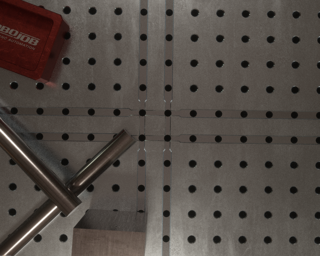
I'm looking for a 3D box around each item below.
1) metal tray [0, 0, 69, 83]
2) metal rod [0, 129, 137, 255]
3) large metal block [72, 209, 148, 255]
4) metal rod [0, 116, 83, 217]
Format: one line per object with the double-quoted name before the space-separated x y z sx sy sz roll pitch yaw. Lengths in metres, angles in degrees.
"metal tray" -0.199 -0.124 0.408 0.131 0.030 0.090 20 90 -1
"metal rod" -0.150 0.112 0.411 0.300 0.025 0.025 -43 91 -1
"large metal block" -0.058 0.139 0.385 0.081 0.080 0.050 4 90 -1
"metal rod" -0.212 -0.004 0.396 0.300 0.025 0.025 45 90 5
